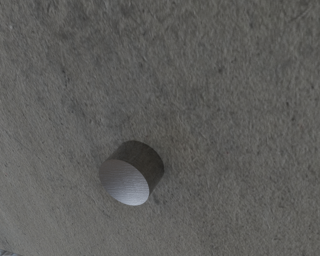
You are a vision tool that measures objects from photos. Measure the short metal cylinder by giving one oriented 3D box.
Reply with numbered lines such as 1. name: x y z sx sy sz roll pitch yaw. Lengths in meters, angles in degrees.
1. short metal cylinder: -0.041 0.065 0.451 0.080 0.050 0.079 13 124 20
